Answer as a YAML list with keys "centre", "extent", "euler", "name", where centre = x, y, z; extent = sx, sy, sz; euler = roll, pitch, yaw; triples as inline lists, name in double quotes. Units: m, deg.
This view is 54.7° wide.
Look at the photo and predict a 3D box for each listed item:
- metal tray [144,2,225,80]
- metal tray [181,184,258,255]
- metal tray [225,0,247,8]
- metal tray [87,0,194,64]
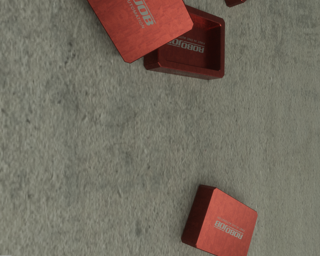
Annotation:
- centre: [0.039, -0.120, 0.435]
  extent: [0.131, 0.030, 0.089]
  euler: [1, 90, -40]
  name: "metal tray"
- centre: [0.098, 0.154, 0.487]
  extent: [0.130, 0.030, 0.090]
  euler: [34, 69, -35]
  name: "metal tray"
- centre: [0.120, -0.278, 0.504]
  extent: [0.090, 0.030, 0.130]
  euler: [-45, 118, -31]
  name: "metal tray"
- centre: [-0.031, -0.149, 0.341]
  extent: [0.090, 0.030, 0.130]
  euler: [-27, 115, 10]
  name: "metal tray"
